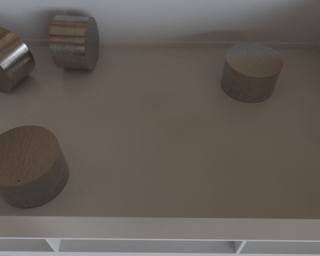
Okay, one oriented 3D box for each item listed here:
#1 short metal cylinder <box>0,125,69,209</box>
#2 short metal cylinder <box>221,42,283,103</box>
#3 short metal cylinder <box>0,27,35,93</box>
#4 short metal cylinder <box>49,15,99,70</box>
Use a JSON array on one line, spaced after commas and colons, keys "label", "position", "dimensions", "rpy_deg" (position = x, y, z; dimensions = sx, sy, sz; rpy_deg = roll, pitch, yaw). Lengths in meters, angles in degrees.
[{"label": "short metal cylinder", "position": [-0.149, 0.043, 0.350], "dimensions": [0.081, 0.050, 0.080], "rpy_deg": [0, 50, 0]}, {"label": "short metal cylinder", "position": [0.134, -0.083, 0.460], "dimensions": [0.081, 0.050, 0.080], "rpy_deg": [0, 50, 0]}, {"label": "short metal cylinder", "position": [-0.232, -0.098, 0.449], "dimensions": [0.080, 0.080, 0.050], "rpy_deg": [19, 53, 15]}, {"label": "short metal cylinder", "position": [-0.129, -0.131, 0.478], "dimensions": [0.050, 0.080, 0.080], "rpy_deg": [4, 50, 3]}]
